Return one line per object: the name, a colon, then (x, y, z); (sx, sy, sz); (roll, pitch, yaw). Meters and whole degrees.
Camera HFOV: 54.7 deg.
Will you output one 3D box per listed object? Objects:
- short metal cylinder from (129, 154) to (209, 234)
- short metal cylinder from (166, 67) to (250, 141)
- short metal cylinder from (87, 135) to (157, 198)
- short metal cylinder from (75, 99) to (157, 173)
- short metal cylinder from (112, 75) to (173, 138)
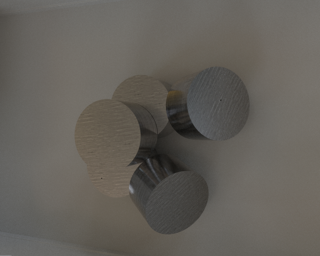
short metal cylinder: (0.010, 0.077, 0.368); (0.050, 0.081, 0.080); (35, 105, 58)
short metal cylinder: (0.054, -0.026, 0.354); (0.081, 0.050, 0.079); (1, 89, -25)
short metal cylinder: (-0.048, 0.047, 0.412); (0.080, 0.050, 0.079); (0, 90, 19)
short metal cylinder: (-0.049, 0.008, 0.357); (0.080, 0.050, 0.079); (0, 90, 19)
short metal cylinder: (-0.016, -0.025, 0.400); (0.080, 0.050, 0.079); (0, 90, 19)
